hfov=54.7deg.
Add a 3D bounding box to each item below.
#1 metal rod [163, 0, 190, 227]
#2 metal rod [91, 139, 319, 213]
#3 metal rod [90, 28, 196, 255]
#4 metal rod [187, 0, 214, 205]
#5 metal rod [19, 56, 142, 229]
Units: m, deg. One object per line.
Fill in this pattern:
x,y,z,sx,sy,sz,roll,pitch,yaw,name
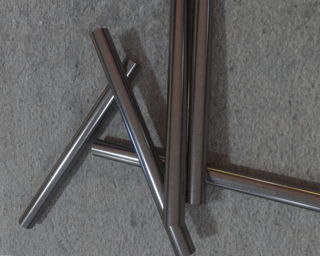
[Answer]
0.021,-0.038,0.374,0.025,0.025,0.298,-1,80,19,metal rod
0.050,0.056,0.390,0.301,0.025,0.025,11,94,19,metal rod
-0.024,0.013,0.388,0.025,0.025,0.299,-24,82,18,metal rod
0.049,-0.061,0.375,0.025,0.025,0.298,1,85,19,metal rod
-0.121,0.028,0.450,0.025,0.025,0.299,39,102,15,metal rod
